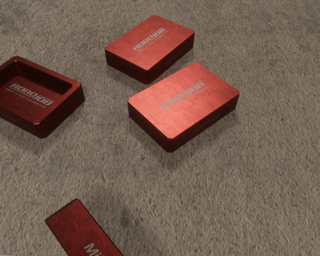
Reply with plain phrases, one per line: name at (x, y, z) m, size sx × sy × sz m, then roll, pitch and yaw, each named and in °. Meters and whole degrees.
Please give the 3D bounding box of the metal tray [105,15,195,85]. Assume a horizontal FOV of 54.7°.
metal tray at (-0.015, -0.134, 0.512) m, size 0.090 × 0.030 × 0.131 m, roll 30°, pitch 56°, yaw 23°

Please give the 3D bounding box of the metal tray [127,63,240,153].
metal tray at (0.033, -0.033, 0.429) m, size 0.131 × 0.030 × 0.090 m, roll -33°, pitch 58°, yaw -25°

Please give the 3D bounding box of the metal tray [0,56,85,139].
metal tray at (-0.186, -0.048, 0.437) m, size 0.130 × 0.030 × 0.090 m, roll 24°, pitch 54°, yaw 18°

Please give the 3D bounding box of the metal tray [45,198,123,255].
metal tray at (-0.038, 0.128, 0.252) m, size 0.030 × 0.089 × 0.130 m, roll -35°, pitch 58°, yaw -25°
